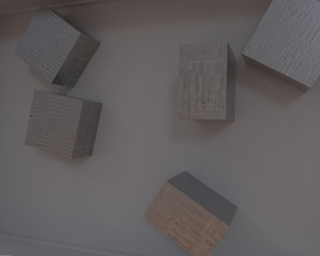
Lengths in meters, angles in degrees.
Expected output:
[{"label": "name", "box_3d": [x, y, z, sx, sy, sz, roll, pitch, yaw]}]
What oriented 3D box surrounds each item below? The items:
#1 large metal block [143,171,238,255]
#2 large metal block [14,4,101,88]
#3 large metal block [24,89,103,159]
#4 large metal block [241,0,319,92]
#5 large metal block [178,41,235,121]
[{"label": "large metal block", "box_3d": [0.040, 0.099, 0.367, 0.080, 0.080, 0.050, 34, 101, 16]}, {"label": "large metal block", "box_3d": [-0.148, -0.116, 0.448, 0.080, 0.050, 0.080, 38, 102, 15]}, {"label": "large metal block", "box_3d": [-0.138, -0.006, 0.444, 0.080, 0.050, 0.079, 14, 95, 19]}, {"label": "large metal block", "box_3d": [0.150, -0.096, 0.345, 0.080, 0.050, 0.080, 32, 100, 16]}, {"label": "large metal block", "box_3d": [0.058, -0.049, 0.361, 0.050, 0.080, 0.079, 1, 91, 20]}]
